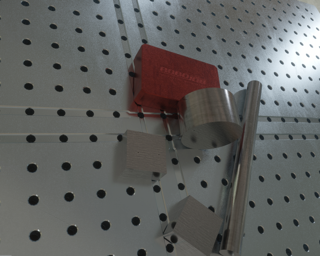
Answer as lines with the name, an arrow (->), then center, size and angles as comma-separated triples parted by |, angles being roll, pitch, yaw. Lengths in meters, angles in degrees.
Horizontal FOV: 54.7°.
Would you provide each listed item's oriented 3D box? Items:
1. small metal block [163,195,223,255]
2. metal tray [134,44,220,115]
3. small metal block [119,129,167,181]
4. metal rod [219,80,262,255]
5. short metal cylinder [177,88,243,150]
small metal block -> 0.039, 0.116, 0.360 | 0.050, 0.025, 0.050 | 37, 51, -4
metal tray -> 0.028, -0.067, 0.463 | 0.131, 0.030, 0.090 | 12, 57, -22
small metal block -> -0.021, 0.034, 0.378 | 0.050, 0.025, 0.050 | 11, 57, -22
metal rod -> 0.125, 0.037, 0.454 | 0.025, 0.025, 0.300 | 29, 52, -10
short metal cylinder -> 0.065, -0.010, 0.416 | 0.081, 0.080, 0.050 | 8, 59, -25
